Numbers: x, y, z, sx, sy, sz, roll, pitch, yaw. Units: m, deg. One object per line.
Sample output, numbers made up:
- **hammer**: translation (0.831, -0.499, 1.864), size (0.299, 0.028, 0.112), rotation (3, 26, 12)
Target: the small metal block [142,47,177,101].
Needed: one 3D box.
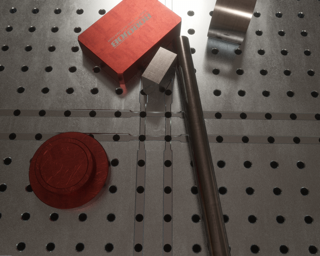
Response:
- **small metal block**: translation (0.000, -0.074, 0.425), size (0.025, 0.050, 0.050), rotation (27, 72, 9)

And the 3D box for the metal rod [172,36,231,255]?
- **metal rod**: translation (0.050, 0.010, 0.408), size (0.025, 0.025, 0.299), rotation (-7, 70, -3)

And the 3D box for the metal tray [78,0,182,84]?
- **metal tray**: translation (-0.043, -0.138, 0.459), size (0.090, 0.030, 0.130), rotation (41, 75, 13)

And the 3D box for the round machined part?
- **round machined part**: translation (-0.113, 0.050, 0.383), size (0.099, 0.042, 0.098), rotation (0, 70, -1)

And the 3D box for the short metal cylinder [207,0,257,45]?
- **short metal cylinder**: translation (0.104, -0.165, 0.444), size (0.050, 0.080, 0.080), rotation (17, 71, 6)
